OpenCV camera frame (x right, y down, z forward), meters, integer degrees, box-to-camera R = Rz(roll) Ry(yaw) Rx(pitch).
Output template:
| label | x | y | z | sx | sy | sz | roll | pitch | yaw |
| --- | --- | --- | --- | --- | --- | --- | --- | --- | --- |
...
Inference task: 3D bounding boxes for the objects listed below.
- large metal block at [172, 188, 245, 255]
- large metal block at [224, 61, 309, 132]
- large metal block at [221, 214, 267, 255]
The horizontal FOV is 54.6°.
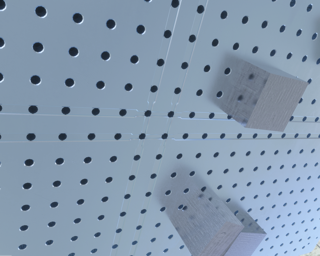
| label | x | y | z | sx | sy | sz | roll | pitch | yaw |
| --- | --- | --- | --- | --- | --- | --- | --- | --- | --- |
| large metal block | 0.078 | 0.161 | 0.517 | 0.050 | 0.080 | 0.080 | 28 | 103 | -37 |
| large metal block | 0.153 | -0.044 | 0.450 | 0.081 | 0.050 | 0.079 | 5 | 116 | -31 |
| large metal block | 0.148 | 0.218 | 0.610 | 0.080 | 0.050 | 0.080 | 17 | 109 | -35 |
